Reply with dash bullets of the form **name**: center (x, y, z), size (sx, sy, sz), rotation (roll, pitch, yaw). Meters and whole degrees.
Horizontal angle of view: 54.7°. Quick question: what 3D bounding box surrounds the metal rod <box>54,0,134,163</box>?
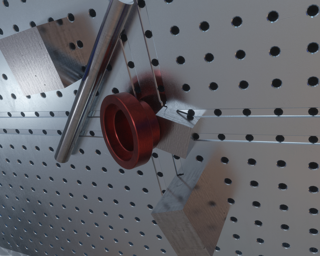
- **metal rod**: center (-0.104, -0.047, 0.436), size (0.025, 0.025, 0.298), rotation (36, 129, 4)

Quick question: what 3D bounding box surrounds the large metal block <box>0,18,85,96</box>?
- **large metal block**: center (-0.158, -0.094, 0.420), size (0.080, 0.050, 0.080), rotation (-5, 116, 30)

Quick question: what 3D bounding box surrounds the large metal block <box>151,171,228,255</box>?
- **large metal block**: center (0.044, 0.118, 0.426), size (0.050, 0.080, 0.080), rotation (-19, 109, 35)

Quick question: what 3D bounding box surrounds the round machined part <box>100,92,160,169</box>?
- **round machined part**: center (-0.037, 0.001, 0.403), size (0.098, 0.042, 0.097), rotation (29, 128, 47)

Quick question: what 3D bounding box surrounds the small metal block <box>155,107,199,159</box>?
- **small metal block**: center (0.019, 0.006, 0.405), size (0.050, 0.025, 0.050), rotation (20, 126, 16)
